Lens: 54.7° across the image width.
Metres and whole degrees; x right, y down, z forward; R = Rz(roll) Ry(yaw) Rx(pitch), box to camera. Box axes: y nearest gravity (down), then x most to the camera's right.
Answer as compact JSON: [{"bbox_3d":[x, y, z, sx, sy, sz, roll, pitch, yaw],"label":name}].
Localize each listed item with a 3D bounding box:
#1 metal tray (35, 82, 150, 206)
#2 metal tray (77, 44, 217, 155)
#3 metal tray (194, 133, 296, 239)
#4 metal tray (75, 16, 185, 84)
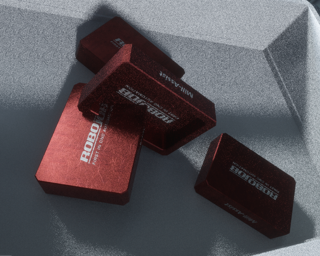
[{"bbox_3d":[-0.066,0.012,0.338,0.090,0.030,0.130,8,55,3],"label":"metal tray"},{"bbox_3d":[-0.012,-0.024,0.348,0.131,0.090,0.030,31,42,-29],"label":"metal tray"},{"bbox_3d":[0.119,0.077,0.419,0.130,0.030,0.090,33,51,-7],"label":"metal tray"},{"bbox_3d":[-0.039,-0.090,0.436,0.130,0.030,0.090,39,51,-2],"label":"metal tray"}]
